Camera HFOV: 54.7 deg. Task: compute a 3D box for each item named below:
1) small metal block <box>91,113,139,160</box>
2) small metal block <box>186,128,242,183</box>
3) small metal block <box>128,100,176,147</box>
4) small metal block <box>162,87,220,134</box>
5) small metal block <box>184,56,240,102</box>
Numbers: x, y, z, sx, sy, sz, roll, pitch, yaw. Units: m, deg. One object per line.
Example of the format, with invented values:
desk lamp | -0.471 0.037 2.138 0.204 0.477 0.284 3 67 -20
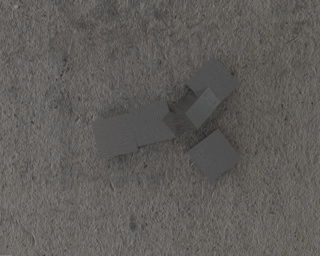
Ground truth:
small metal block | -0.058 0.010 0.409 0.050 0.025 0.050 -13 90 0
small metal block | 0.070 0.035 0.410 0.050 0.025 0.050 -38 90 0
small metal block | -0.010 -0.006 0.410 0.050 0.025 0.050 -14 90 0
small metal block | 0.038 -0.021 0.384 0.025 0.050 0.050 50 62 -16
small metal block | 0.068 -0.057 0.410 0.050 0.025 0.050 -44 90 0
